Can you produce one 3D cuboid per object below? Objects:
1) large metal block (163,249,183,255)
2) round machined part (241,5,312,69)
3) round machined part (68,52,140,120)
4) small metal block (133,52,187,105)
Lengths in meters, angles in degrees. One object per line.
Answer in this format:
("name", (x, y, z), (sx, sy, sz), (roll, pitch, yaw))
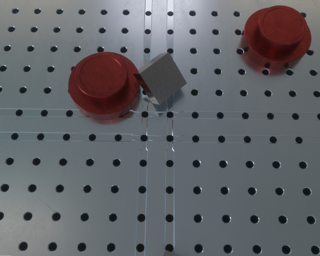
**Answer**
("large metal block", (0.029, 0.185, 0.331), (0.080, 0.050, 0.080), (19, 71, 7))
("round machined part", (0.173, -0.139, 0.455), (0.099, 0.042, 0.098), (0, 70, 0))
("round machined part", (-0.077, -0.064, 0.425), (0.099, 0.042, 0.098), (0, 70, 0))
("small metal block", (0.000, -0.067, 0.422), (0.050, 0.025, 0.050), (-39, 113, -14))
